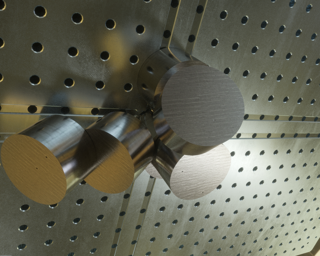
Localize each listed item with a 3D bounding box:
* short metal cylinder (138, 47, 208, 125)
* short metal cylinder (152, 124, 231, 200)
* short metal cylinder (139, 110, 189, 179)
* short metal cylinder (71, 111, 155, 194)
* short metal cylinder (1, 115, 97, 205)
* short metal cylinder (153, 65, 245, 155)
[{"bbox_3d":[0.020,-0.051,0.374,0.081,0.050,0.079,-14,124,-21],"label":"short metal cylinder"},{"bbox_3d":[0.037,0.039,0.372,0.081,0.050,0.079,-14,124,-21],"label":"short metal cylinder"},{"bbox_3d":[0.006,0.020,0.409,0.081,0.050,0.079,-14,124,-21],"label":"short metal cylinder"},{"bbox_3d":[-0.053,0.027,0.354,0.050,0.080,0.079,-45,148,-56],"label":"short metal cylinder"},{"bbox_3d":[-0.115,0.032,0.324,0.050,0.080,0.079,-47,149,-56],"label":"short metal cylinder"},{"bbox_3d":[0.037,-0.016,0.312,0.081,0.080,0.050,-22,170,-16],"label":"short metal cylinder"}]
